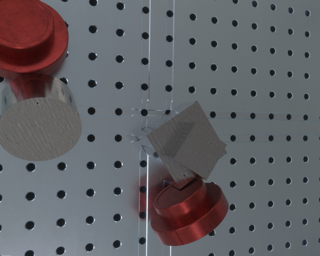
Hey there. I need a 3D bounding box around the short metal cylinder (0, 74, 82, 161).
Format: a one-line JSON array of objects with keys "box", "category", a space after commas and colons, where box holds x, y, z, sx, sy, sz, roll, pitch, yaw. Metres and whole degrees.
[{"box": [-0.129, -0.011, 0.332, 0.081, 0.050, 0.079, -14, 130, -16], "category": "short metal cylinder"}]

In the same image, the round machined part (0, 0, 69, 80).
[{"box": [-0.149, -0.104, 0.333, 0.099, 0.042, 0.098, 6, 69, -16], "category": "round machined part"}]

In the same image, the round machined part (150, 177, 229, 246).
[{"box": [0.031, 0.096, 0.385, 0.099, 0.098, 0.042, -31, 101, -17], "category": "round machined part"}]

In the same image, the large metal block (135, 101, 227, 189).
[{"box": [0.027, 0.021, 0.409, 0.080, 0.050, 0.080, -34, 101, -17], "category": "large metal block"}]

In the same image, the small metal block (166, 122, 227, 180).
[{"box": [0.044, 0.027, 0.376, 0.050, 0.025, 0.050, 35, 79, -17], "category": "small metal block"}]
